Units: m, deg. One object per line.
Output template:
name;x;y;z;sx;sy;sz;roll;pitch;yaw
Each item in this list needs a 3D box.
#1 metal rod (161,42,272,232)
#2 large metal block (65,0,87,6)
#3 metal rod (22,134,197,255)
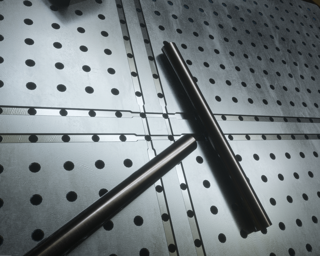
metal rod;0.074;0.001;0.446;0.025;0.025;0.299;-13;68;-33
large metal block;-0.127;-0.243;0.472;0.080;0.050;0.080;48;51;5
metal rod;-0.059;0.085;0.324;0.302;0.025;0.025;-34;81;-38
